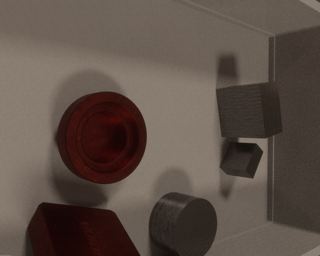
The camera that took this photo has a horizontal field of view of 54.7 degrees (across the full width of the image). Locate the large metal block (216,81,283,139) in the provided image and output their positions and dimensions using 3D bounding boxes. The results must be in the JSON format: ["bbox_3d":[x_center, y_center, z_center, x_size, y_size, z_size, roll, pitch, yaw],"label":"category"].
[{"bbox_3d":[0.141,-0.029,0.492,0.050,0.080,0.079,-14,99,-39],"label":"large metal block"}]

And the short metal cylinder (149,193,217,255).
[{"bbox_3d":[0.032,0.131,0.420,0.081,0.050,0.079,0,90,-40],"label":"short metal cylinder"}]

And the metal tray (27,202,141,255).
[{"bbox_3d":[-0.062,0.125,0.288,0.091,0.130,0.030,20,104,-39],"label":"metal tray"}]

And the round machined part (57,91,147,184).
[{"bbox_3d":[-0.066,0.010,0.342,0.099,0.042,0.097,0,90,-40],"label":"round machined part"}]

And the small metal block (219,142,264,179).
[{"bbox_3d":[0.133,0.051,0.505,0.025,0.050,0.050,43,64,-32],"label":"small metal block"}]
